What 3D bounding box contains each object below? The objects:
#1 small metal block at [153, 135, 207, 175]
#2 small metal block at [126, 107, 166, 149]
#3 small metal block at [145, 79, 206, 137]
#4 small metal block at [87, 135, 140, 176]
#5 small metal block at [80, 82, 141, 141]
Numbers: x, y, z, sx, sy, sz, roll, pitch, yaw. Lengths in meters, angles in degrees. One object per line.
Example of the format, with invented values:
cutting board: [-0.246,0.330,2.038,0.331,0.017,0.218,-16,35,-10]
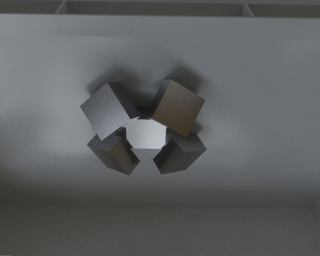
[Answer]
small metal block: [0.027,0.036,0.423,0.050,0.025,0.050,-1,141,-47]
small metal block: [-0.018,0.000,0.406,0.050,0.025,0.050,1,130,-1]
small metal block: [0.018,-0.024,0.370,0.050,0.025,0.050,28,87,-22]
small metal block: [-0.063,0.034,0.419,0.050,0.025,0.050,10,144,43]
small metal block: [-0.060,-0.020,0.372,0.050,0.025,0.050,-35,85,26]
